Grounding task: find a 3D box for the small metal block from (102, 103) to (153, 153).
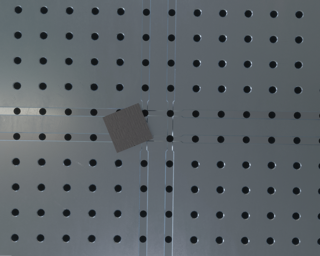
[{"bbox_3d":[-0.042,0.000,0.413,0.050,0.025,0.050,-22,90,0],"label":"small metal block"}]
